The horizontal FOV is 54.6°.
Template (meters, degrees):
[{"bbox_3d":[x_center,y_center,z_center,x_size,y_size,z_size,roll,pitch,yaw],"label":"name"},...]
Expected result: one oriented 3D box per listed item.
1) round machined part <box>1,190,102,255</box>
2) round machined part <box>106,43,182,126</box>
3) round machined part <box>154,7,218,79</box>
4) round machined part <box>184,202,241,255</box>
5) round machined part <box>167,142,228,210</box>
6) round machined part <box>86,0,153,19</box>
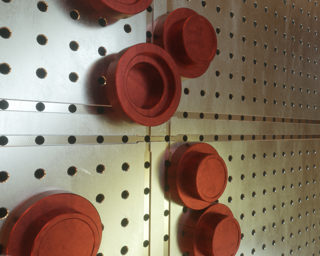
[{"bbox_3d":[-0.101,0.115,0.313,0.099,0.042,0.097,0,90,-40],"label":"round machined part"},{"bbox_3d":[-0.023,-0.051,0.378,0.099,0.042,0.097,0,90,-40],"label":"round machined part"},{"bbox_3d":[0.042,-0.118,0.432,0.099,0.042,0.097,0,90,-40],"label":"round machined part"},{"bbox_3d":[0.085,0.163,0.469,0.099,0.042,0.097,0,90,-40],"label":"round machined part"},{"bbox_3d":[0.060,0.069,0.448,0.099,0.042,0.097,0,90,-40],"label":"round machined part"},{"bbox_3d":[-0.054,-0.173,0.351,0.099,0.042,0.097,0,90,-40],"label":"round machined part"}]
